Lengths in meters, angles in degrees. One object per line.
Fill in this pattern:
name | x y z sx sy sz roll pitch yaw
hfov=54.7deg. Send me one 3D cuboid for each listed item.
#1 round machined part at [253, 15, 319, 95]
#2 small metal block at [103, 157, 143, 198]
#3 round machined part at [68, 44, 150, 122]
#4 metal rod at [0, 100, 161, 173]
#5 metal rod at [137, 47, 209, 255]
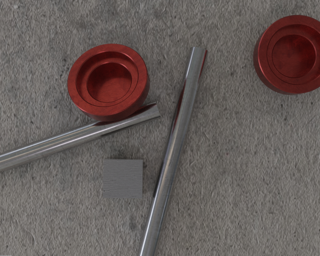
round machined part | 0.170 -0.091 0.403 0.099 0.042 0.097 0 90 0
small metal block | -0.048 0.065 0.410 0.050 0.025 0.050 1 90 0
round machined part | -0.061 -0.053 0.391 0.099 0.042 0.098 -2 70 6
metal rod | -0.145 0.024 0.408 0.301 0.025 0.025 -19 90 0
metal rod | 0.015 0.041 0.410 0.025 0.025 0.298 14 90 0
